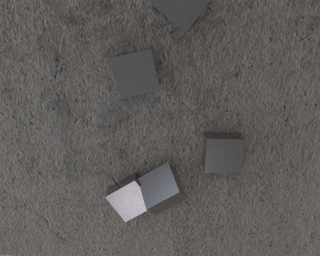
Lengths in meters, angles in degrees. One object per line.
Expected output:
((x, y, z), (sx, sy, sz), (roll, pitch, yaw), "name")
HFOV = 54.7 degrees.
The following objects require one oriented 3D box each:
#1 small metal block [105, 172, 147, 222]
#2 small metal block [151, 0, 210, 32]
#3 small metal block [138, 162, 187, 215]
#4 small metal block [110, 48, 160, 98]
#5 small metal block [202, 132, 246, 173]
((-0.042, 0.099, 0.446), (0.050, 0.025, 0.050), (-31, 108, 10), "small metal block")
((0.025, -0.147, 0.356), (0.050, 0.025, 0.050), (35, 106, -12), "small metal block")
((0.003, 0.083, 0.424), (0.050, 0.050, 0.025), (-30, 138, 10), "small metal block")
((-0.030, -0.069, 0.384), (0.050, 0.025, 0.050), (-11, 110, 4), "small metal block")
((0.086, 0.033, 0.423), (0.050, 0.025, 0.050), (1, 110, -1), "small metal block")
